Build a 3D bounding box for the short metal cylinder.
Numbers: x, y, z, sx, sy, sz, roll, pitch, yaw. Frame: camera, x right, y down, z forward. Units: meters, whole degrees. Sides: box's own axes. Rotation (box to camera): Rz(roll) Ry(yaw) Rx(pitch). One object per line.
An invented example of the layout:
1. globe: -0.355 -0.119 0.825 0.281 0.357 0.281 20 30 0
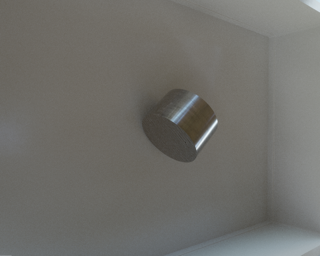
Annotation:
1. short metal cylinder: 0.025 -0.002 0.390 0.050 0.080 0.080 -49 120 -29
